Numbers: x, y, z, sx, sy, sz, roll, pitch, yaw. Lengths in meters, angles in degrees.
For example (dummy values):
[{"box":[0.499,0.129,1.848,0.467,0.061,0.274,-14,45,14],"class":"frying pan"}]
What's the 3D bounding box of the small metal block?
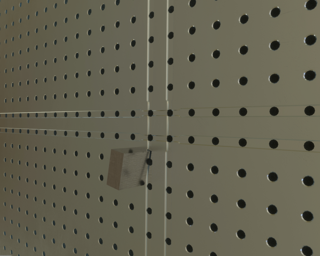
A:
[{"box":[-0.043,0.055,0.430,0.025,0.050,0.050,14,99,39],"class":"small metal block"}]
